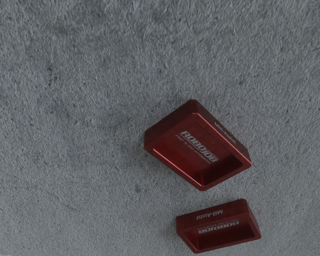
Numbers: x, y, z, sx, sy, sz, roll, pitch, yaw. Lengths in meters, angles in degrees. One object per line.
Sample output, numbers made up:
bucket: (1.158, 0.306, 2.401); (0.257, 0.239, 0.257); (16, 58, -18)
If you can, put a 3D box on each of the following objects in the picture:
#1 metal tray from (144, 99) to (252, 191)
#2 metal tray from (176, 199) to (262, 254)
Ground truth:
metal tray: (0.053, 0.030, 0.429); (0.090, 0.030, 0.130); (-35, 122, 26)
metal tray: (0.105, 0.180, 0.557); (0.130, 0.030, 0.090); (-20, 128, 16)
